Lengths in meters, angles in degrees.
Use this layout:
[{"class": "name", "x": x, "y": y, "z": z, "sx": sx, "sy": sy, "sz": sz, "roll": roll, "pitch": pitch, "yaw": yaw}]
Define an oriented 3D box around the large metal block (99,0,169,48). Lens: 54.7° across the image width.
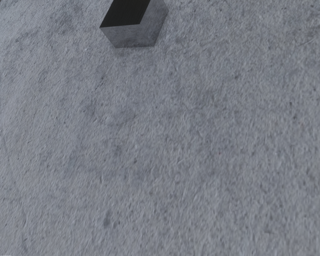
[{"class": "large metal block", "x": -0.042, "y": -0.183, "z": 0.521, "sx": 0.080, "sy": 0.050, "sz": 0.080, "roll": 6, "pitch": 65, "yaw": 30}]
